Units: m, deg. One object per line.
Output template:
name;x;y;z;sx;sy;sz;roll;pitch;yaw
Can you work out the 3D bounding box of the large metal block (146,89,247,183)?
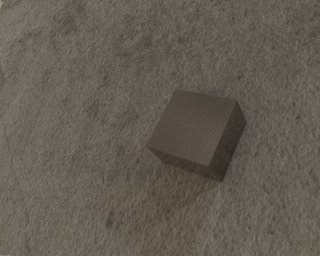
large metal block;0.044;0.007;0.361;0.080;0.050;0.080;15;69;34
